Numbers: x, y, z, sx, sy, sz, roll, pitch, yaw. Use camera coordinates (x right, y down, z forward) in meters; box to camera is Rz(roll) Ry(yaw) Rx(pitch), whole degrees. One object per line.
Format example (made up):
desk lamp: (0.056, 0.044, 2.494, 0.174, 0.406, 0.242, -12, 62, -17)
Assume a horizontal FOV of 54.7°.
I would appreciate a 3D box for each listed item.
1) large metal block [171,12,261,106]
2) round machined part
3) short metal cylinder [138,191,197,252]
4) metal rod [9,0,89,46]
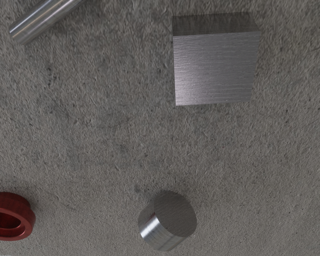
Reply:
large metal block: (0.055, -0.073, 0.330, 0.080, 0.050, 0.080, -3, 130, 2)
round machined part: (-0.257, 0.144, 0.516, 0.099, 0.042, 0.097, 0, 130, 0)
short metal cylinder: (0.012, 0.149, 0.498, 0.080, 0.080, 0.050, 25, 126, -20)
metal rod: (-0.021, -0.160, 0.270, 0.300, 0.025, 0.025, -27, 125, 20)
